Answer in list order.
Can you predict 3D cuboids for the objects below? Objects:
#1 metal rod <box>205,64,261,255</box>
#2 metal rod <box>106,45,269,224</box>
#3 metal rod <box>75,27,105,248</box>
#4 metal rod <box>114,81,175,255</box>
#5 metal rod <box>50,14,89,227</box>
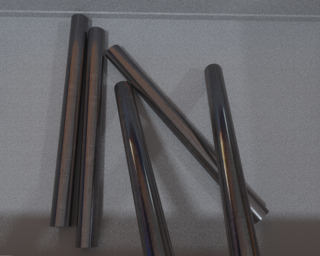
[{"bbox_3d":[0.073,0.025,0.337,0.025,0.025,0.300,2,45,0],"label":"metal rod"},{"bbox_3d":[0.026,-0.002,0.410,0.025,0.025,0.300,-37,75,-13],"label":"metal rod"},{"bbox_3d":[-0.090,-0.002,0.409,0.025,0.025,0.299,-1,70,-1],"label":"metal rod"},{"bbox_3d":[-0.020,0.044,0.324,0.025,0.025,0.300,-12,44,-5],"label":"metal rod"},{"bbox_3d":[-0.119,-0.024,0.416,0.025,0.025,0.299,-1,70,-1],"label":"metal rod"}]
